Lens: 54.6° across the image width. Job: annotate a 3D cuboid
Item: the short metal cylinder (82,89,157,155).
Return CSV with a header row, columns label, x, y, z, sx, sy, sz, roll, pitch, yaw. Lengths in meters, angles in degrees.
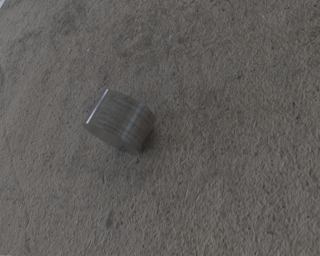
label,x,y,z,sx,sy,sz,roll,pitch,yaw
short metal cylinder,-0.052,-0.006,0.401,0.080,0.080,0.050,16,70,34
